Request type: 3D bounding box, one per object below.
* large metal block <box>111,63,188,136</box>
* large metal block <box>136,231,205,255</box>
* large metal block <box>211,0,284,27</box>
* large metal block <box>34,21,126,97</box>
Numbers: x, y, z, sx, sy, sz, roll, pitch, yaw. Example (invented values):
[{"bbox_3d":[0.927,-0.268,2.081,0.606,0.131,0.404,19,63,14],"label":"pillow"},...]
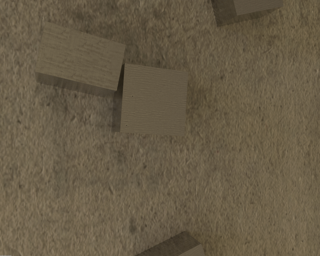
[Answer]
[{"bbox_3d":[-0.014,-0.032,0.391,0.081,0.050,0.080,4,89,-20],"label":"large metal block"},{"bbox_3d":[0.020,0.196,0.405,0.081,0.050,0.080,-20,97,-19],"label":"large metal block"},{"bbox_3d":[0.118,-0.198,0.441,0.081,0.050,0.080,-18,96,-20],"label":"large metal block"},{"bbox_3d":[-0.091,-0.071,0.346,0.081,0.080,0.050,12,86,-20],"label":"large metal block"}]
